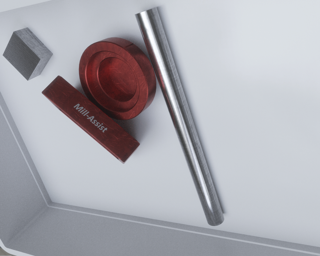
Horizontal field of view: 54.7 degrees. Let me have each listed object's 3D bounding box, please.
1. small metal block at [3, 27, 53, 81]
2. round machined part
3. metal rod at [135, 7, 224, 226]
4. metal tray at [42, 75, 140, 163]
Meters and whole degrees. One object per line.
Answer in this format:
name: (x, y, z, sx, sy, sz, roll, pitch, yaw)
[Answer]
small metal block: (-0.189, -0.105, 0.441, 0.050, 0.025, 0.050, 47, 129, -5)
round machined part: (-0.047, -0.062, 0.380, 0.098, 0.042, 0.097, 15, 123, 24)
metal rod: (0.032, 0.002, 0.391, 0.025, 0.025, 0.298, -7, 115, 31)
metal tray: (-0.088, -0.006, 0.413, 0.130, 0.030, 0.090, 40, 169, 0)
